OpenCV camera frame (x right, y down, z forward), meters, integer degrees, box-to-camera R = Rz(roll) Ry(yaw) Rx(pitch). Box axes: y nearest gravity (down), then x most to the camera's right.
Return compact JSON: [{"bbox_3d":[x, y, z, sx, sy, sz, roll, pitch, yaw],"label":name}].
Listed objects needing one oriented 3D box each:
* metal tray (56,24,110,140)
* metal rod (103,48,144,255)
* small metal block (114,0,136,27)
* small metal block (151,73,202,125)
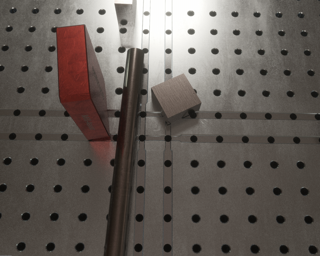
[{"bbox_3d":[-0.089,-0.048,0.372,0.030,0.130,0.090,-8,71,-3],"label":"metal tray"},{"bbox_3d":[-0.045,0.030,0.399,0.025,0.025,0.299,4,70,1],"label":"metal rod"},{"bbox_3d":[-0.051,-0.190,0.467,0.025,0.050,0.050,2,70,0],"label":"small metal block"},{"bbox_3d":[0.022,-0.040,0.427,0.050,0.025,0.050,-25,72,-9],"label":"small metal block"}]
